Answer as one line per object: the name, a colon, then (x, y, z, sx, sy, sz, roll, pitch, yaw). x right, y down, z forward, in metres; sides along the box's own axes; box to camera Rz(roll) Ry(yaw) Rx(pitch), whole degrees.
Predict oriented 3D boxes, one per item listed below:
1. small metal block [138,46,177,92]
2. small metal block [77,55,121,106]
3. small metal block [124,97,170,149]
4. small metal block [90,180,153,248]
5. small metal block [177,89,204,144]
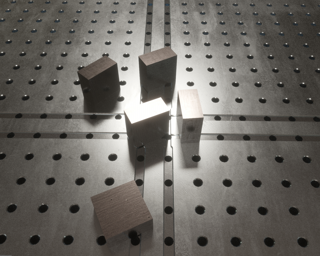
small metal block: (-0.003, -0.089, 0.466, 0.050, 0.050, 0.025, -23, 54, -19)
small metal block: (-0.087, -0.069, 0.448, 0.025, 0.050, 0.050, 36, 59, 26)
small metal block: (-0.016, -0.006, 0.396, 0.050, 0.050, 0.025, -20, 53, -17)
small metal block: (-0.041, 0.091, 0.331, 0.050, 0.025, 0.050, -20, 53, -16)
small metal block: (0.038, -0.015, 0.405, 0.025, 0.050, 0.050, -4, 50, -3)
